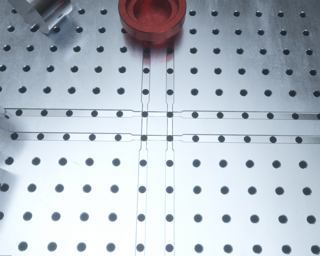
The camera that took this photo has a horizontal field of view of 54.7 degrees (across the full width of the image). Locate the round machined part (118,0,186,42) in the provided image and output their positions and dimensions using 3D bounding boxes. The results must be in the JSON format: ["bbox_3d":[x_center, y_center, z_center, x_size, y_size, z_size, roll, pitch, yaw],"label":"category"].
[{"bbox_3d":[-0.011,-0.170,0.465,0.099,0.042,0.098,0,70,0],"label":"round machined part"}]

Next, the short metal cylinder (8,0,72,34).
[{"bbox_3d":[-0.176,-0.185,0.449,0.080,0.080,0.050,34,74,11],"label":"short metal cylinder"}]

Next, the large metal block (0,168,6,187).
[{"bbox_3d":[-0.247,0.077,0.368,0.080,0.050,0.080,10,70,3],"label":"large metal block"}]

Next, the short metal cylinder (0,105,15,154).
[{"bbox_3d":[-0.238,-0.002,0.397,0.081,0.050,0.080,0,70,0],"label":"short metal cylinder"}]
